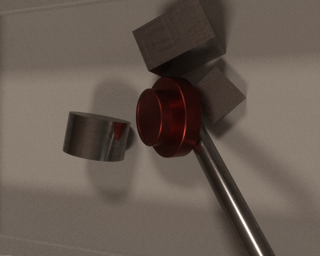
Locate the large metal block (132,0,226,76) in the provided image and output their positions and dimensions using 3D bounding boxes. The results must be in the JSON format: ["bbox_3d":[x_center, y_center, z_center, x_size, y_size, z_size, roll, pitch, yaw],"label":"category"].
[{"bbox_3d":[0.026,-0.102,0.371,0.080,0.080,0.050,-24,82,18],"label":"large metal block"}]

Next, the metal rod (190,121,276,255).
[{"bbox_3d":[0.074,0.076,0.319,0.025,0.025,0.299,-35,54,16],"label":"metal rod"}]

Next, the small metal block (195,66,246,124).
[{"bbox_3d":[0.070,-0.040,0.385,0.050,0.025,0.050,-44,77,14],"label":"small metal block"}]

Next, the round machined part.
[{"bbox_3d":[0.004,-0.013,0.371,0.098,0.042,0.097,7,98,61],"label":"round machined part"}]

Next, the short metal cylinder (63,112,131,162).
[{"bbox_3d":[-0.083,0.010,0.409,0.080,0.080,0.050,12,94,19],"label":"short metal cylinder"}]
